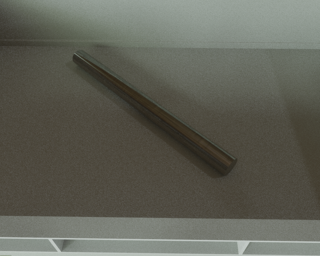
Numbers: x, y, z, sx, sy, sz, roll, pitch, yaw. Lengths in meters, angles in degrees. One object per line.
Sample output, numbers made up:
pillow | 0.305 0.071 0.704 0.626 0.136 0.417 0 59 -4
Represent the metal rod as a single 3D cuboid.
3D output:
metal rod | -0.023 -0.034 0.433 0.300 0.025 0.025 37 59 27
